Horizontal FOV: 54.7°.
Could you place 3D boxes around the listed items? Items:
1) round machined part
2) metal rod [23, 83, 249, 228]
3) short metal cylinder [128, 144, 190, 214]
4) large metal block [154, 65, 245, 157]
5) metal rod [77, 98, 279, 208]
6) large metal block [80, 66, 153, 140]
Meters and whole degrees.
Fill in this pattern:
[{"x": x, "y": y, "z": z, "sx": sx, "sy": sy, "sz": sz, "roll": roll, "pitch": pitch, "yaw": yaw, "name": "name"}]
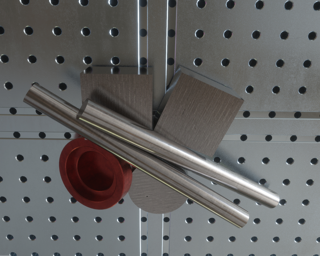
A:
[{"x": -0.080, "y": 0.053, "z": 0.407, "sx": 0.098, "sy": 0.042, "sz": 0.097, "roll": 7, "pitch": 108, "yaw": 22, "name": "round machined part"}, {"x": -0.017, "y": 0.040, "z": 0.369, "sx": 0.301, "sy": 0.025, "sz": 0.025, "roll": 32, "pitch": 107, "yaw": -13, "name": "metal rod"}, {"x": -0.001, "y": 0.068, "z": 0.420, "sx": 0.081, "sy": 0.050, "sz": 0.079, "roll": 0, "pitch": 110, "yaw": 0, "name": "short metal cylinder"}, {"x": 0.044, "y": -0.022, "z": 0.387, "sx": 0.080, "sy": 0.050, "sz": 0.080, "roll": 23, "pitch": 108, "yaw": -9, "name": "large metal block"}, {"x": 0.041, "y": 0.042, "z": 0.385, "sx": 0.301, "sy": 0.025, "sz": 0.025, "roll": 27, "pitch": 108, "yaw": -25, "name": "metal rod"}, {"x": -0.049, "y": -0.031, "z": 0.381, "sx": 0.081, "sy": 0.050, "sz": 0.079, "roll": 1, "pitch": 110, "yaw": -1, "name": "large metal block"}]
